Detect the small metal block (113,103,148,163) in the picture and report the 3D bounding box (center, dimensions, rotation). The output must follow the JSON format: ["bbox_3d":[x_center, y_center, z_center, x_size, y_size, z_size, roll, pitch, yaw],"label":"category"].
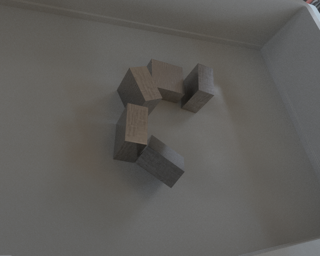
[{"bbox_3d":[-0.035,0.007,0.367,0.025,0.050,0.050,12,57,-18],"label":"small metal block"}]

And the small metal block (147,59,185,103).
[{"bbox_3d":[0.006,-0.068,0.452,0.050,0.025,0.050,11,57,-23],"label":"small metal block"}]

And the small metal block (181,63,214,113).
[{"bbox_3d":[0.055,-0.058,0.456,0.025,0.050,0.050,17,55,-19],"label":"small metal block"}]

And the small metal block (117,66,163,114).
[{"bbox_3d":[-0.028,-0.044,0.403,0.025,0.050,0.050,-14,69,-34],"label":"small metal block"}]

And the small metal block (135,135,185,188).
[{"bbox_3d":[0.001,0.038,0.368,0.050,0.025,0.050,36,12,-5],"label":"small metal block"}]
